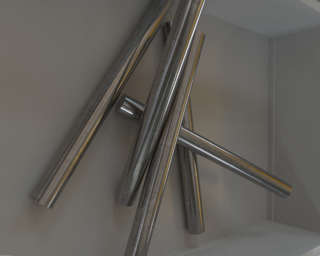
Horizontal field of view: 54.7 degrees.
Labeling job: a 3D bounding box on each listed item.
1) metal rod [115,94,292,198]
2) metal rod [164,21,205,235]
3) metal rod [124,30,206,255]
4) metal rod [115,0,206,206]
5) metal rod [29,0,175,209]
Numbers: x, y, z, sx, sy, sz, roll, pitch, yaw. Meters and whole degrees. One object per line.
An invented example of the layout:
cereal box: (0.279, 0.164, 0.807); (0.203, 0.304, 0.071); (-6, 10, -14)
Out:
metal rod: (0.075, 0.034, 0.430); (0.301, 0.025, 0.025); (28, 72, -23)
metal rod: (0.036, 0.003, 0.438); (0.025, 0.025, 0.298); (-12, 98, -40)
metal rod: (0.005, 0.027, 0.367); (0.025, 0.025, 0.299); (20, 82, -39)
metal rod: (0.005, -0.048, 0.335); (0.025, 0.025, 0.298); (6, 111, -40)
metal rod: (-0.055, -0.049, 0.361); (0.025, 0.025, 0.300); (41, 65, -33)
